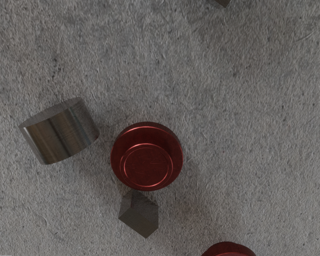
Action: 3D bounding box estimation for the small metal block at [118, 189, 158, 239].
[{"bbox_3d":[-0.029,0.120,0.440,0.050,0.050,0.025,41,105,-14],"label":"small metal block"}]

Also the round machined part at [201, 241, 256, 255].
[{"bbox_3d":[0.105,0.218,0.483,0.099,0.042,0.097,0,110,-1],"label":"round machined part"}]

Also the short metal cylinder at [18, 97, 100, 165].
[{"bbox_3d":[-0.122,0.002,0.379,0.080,0.080,0.050,-21,109,7],"label":"short metal cylinder"}]

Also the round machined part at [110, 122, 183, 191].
[{"bbox_3d":[-0.018,0.044,0.417,0.099,0.042,0.097,0,110,-1],"label":"round machined part"}]

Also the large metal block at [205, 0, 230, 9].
[{"bbox_3d":[0.057,-0.186,0.329,0.080,0.050,0.080,31,107,-11],"label":"large metal block"}]
